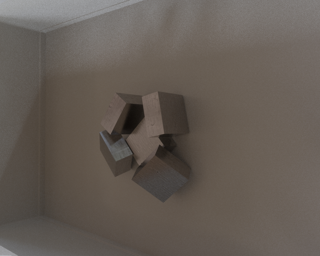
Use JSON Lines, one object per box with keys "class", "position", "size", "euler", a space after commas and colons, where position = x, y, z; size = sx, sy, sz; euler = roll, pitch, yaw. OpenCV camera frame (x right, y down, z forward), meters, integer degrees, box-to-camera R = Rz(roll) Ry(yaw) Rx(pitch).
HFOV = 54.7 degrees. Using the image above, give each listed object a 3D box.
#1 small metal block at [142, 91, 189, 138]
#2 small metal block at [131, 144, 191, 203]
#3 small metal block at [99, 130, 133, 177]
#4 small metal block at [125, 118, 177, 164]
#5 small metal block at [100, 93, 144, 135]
{"class": "small metal block", "position": [0.007, -0.015, 0.380], "size": [0.025, 0.050, 0.050], "euler": [-14, 81, 38]}
{"class": "small metal block", "position": [0.002, 0.057, 0.384], "size": [0.050, 0.025, 0.050], "euler": [38, 119, -8]}
{"class": "small metal block", "position": [-0.063, 0.034, 0.439], "size": [0.050, 0.025, 0.050], "euler": [56, 155, 24]}
{"class": "small metal block", "position": [-0.014, 0.021, 0.413], "size": [0.050, 0.025, 0.050], "euler": [-49, 61, 28]}
{"class": "small metal block", "position": [-0.045, -0.019, 0.423], "size": [0.025, 0.050, 0.050], "euler": [44, 116, 31]}
